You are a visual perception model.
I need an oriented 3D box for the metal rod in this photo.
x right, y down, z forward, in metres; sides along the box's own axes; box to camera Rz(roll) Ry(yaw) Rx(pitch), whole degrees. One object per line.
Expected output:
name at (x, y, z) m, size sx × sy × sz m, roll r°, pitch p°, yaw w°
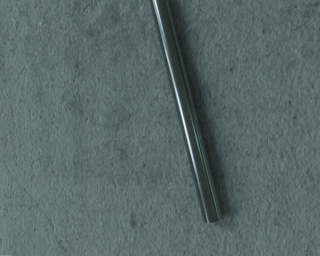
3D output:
metal rod at (0.032, -0.031, 0.397) m, size 0.025 × 0.025 × 0.298 m, roll -15°, pitch 85°, yaw 19°
